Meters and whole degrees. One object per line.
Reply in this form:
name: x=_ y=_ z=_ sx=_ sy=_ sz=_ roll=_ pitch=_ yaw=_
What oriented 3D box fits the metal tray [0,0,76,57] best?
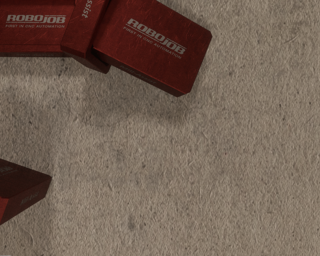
metal tray: x=-0.163 y=-0.140 z=0.405 sx=0.131 sy=0.030 sz=0.089 roll=0 pitch=90 yaw=-1

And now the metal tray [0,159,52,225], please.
metal tray: x=-0.192 y=0.066 z=0.355 sx=0.090 sy=0.130 sz=0.030 roll=19 pitch=90 yaw=-1

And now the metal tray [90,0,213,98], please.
metal tray: x=-0.010 y=-0.106 z=0.384 sx=0.131 sy=0.030 sz=0.090 roll=25 pitch=79 yaw=-15

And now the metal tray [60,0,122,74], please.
metal tray: x=-0.067 y=-0.138 z=0.374 sx=0.030 sy=0.090 sz=0.129 roll=21 pitch=90 yaw=7
